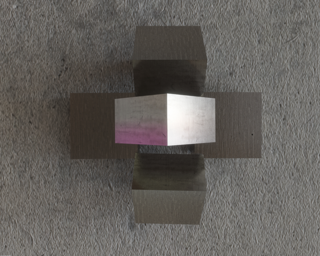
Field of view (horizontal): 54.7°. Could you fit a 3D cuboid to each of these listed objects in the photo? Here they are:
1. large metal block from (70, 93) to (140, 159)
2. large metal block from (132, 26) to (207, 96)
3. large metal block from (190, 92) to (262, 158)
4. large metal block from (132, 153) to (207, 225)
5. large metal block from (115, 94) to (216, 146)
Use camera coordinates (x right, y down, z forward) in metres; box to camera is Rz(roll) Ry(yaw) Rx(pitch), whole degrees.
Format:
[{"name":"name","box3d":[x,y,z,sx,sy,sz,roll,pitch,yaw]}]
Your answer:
[{"name":"large metal block","box3d":[-0.068,-0.003,0.398,0.081,0.050,0.079,0,90,-1]},{"name":"large metal block","box3d":[0.011,-0.083,0.378,0.081,0.080,0.050,0,134,0]},{"name":"large metal block","box3d":[0.082,-0.004,0.397,0.081,0.050,0.079,0,90,-1]},{"name":"large metal block","box3d":[0.010,0.076,0.378,0.081,0.080,0.050,1,47,0]},{"name":"large metal block","box3d":[0.006,-0.008,0.351,0.080,0.081,0.050,0,90,44]}]
